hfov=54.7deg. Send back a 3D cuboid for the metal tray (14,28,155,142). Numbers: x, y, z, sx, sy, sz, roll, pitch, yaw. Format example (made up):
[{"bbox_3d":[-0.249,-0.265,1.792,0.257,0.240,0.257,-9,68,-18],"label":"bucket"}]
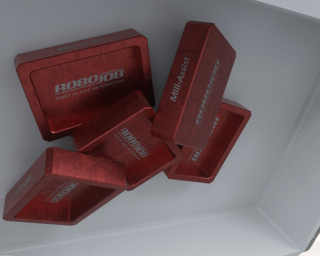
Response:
[{"bbox_3d":[-0.074,-0.047,0.334,0.131,0.030,0.089,-19,126,-18],"label":"metal tray"}]

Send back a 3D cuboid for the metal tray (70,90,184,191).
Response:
[{"bbox_3d":[-0.032,0.022,0.373,0.090,0.030,0.130,-33,144,2],"label":"metal tray"}]

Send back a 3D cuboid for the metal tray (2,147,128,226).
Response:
[{"bbox_3d":[-0.109,0.073,0.352,0.091,0.030,0.129,19,137,-36],"label":"metal tray"}]

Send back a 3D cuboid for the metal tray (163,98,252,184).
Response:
[{"bbox_3d":[0.065,0.018,0.452,0.091,0.030,0.129,13,112,-34],"label":"metal tray"}]

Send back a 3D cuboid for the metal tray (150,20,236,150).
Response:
[{"bbox_3d":[0.043,-0.043,0.357,0.090,0.030,0.129,18,90,-59],"label":"metal tray"}]
